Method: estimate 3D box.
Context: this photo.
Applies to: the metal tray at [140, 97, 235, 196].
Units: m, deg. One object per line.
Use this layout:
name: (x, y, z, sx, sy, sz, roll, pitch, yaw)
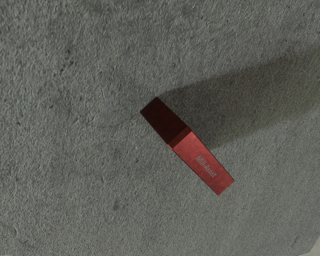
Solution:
metal tray: (0.036, 0.025, 0.403, 0.030, 0.090, 0.130, -43, 130, 1)
